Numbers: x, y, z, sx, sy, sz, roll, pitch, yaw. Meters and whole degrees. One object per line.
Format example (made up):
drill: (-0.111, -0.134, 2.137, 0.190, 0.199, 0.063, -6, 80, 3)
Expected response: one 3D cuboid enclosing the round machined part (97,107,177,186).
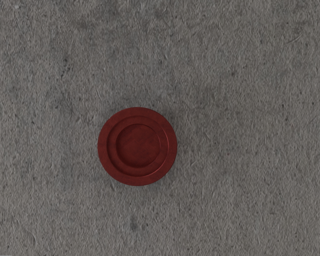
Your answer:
round machined part: (-0.028, 0.023, 0.401, 0.099, 0.042, 0.097, 0, 90, 0)
